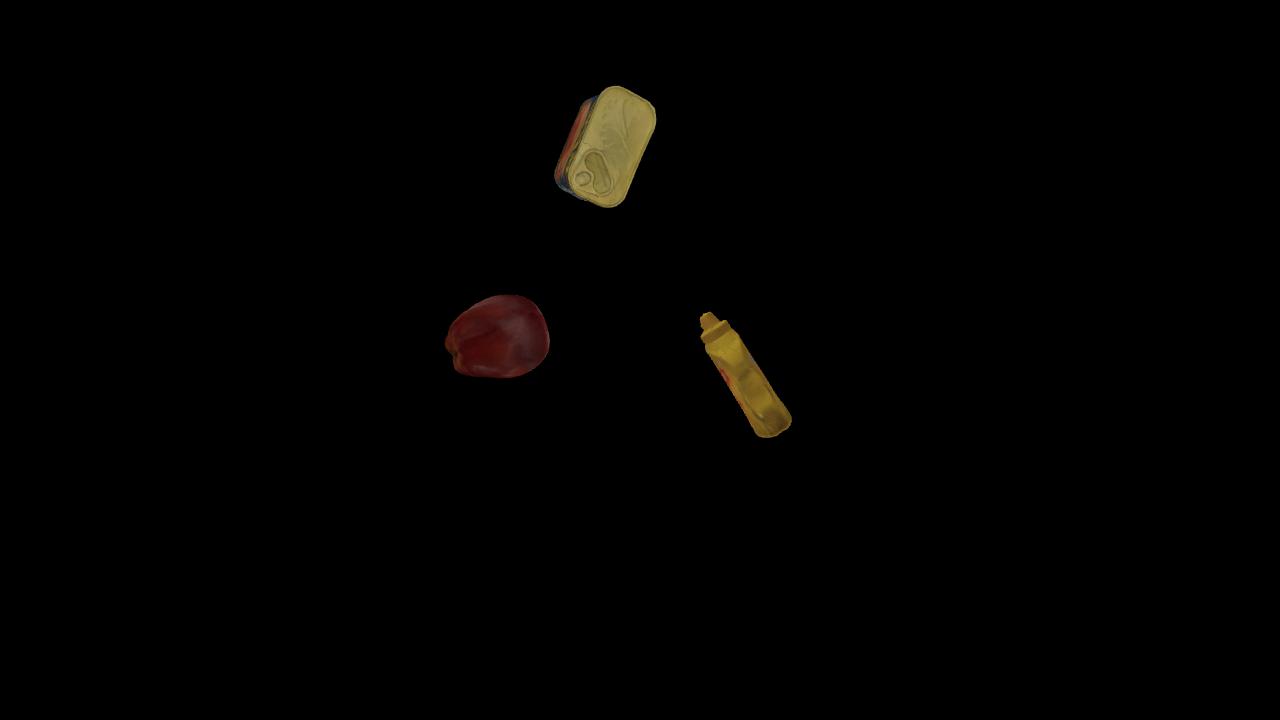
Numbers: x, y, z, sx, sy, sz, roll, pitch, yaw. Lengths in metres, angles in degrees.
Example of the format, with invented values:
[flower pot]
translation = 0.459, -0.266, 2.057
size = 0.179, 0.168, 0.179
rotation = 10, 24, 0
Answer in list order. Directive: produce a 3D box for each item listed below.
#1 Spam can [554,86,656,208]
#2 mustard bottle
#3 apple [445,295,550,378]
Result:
[Spam can]
translation = -0.037, -0.200, 0.583
size = 0.058, 0.101, 0.085
rotation = 21, 10, -23
[mustard bottle]
translation = 0.136, 0.015, 0.836
size = 0.054, 0.184, 0.092
rotation = -32, 4, 8
[apple]
translation = -0.128, -0.019, 0.569
size = 0.093, 0.079, 0.079
rotation = -19, 11, -34
